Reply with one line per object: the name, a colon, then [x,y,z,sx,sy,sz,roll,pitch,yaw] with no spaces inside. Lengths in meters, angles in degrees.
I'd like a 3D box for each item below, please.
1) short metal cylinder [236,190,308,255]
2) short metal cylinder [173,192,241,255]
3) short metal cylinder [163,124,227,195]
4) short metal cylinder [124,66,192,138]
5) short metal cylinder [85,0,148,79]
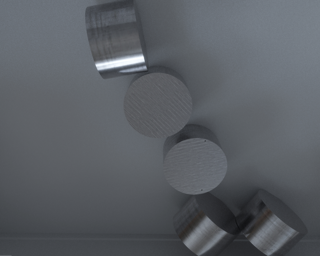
short metal cylinder: [0.154,0.133,0.432,0.080,0.080,0.050,32,107,-11]
short metal cylinder: [0.065,0.133,0.431,0.080,0.080,0.050,34,107,-12]
short metal cylinder: [0.044,0.041,0.413,0.081,0.050,0.079,0,110,0]
short metal cylinder: [-0.002,-0.034,0.385,0.081,0.050,0.079,0,110,0]
short metal cylinder: [-0.045,-0.098,0.345,0.050,0.080,0.079,-10,110,3]
